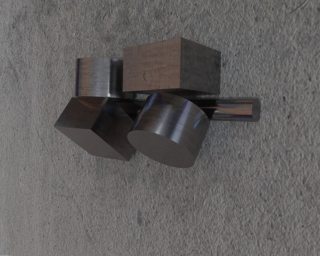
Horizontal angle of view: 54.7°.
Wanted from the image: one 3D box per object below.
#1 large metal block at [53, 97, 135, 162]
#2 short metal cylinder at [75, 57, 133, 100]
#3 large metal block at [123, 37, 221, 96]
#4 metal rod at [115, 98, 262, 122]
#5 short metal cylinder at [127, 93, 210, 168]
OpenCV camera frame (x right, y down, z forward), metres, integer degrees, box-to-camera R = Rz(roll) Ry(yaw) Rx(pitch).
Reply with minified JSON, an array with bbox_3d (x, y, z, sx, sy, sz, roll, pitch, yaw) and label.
[{"bbox_3d":[-0.084,0.001,0.432,0.080,0.080,0.050,4,58,39],"label":"large metal block"},{"bbox_3d":[-0.077,-0.067,0.434,0.080,0.081,0.050,5,93,40],"label":"short metal cylinder"},{"bbox_3d":[0.015,-0.065,0.358,0.080,0.081,0.050,2,92,40],"label":"large metal block"},{"bbox_3d":[-0.014,-0.025,0.420,0.300,0.025,0.025,3,92,39],"label":"metal rod"},{"bbox_3d":[0.010,0.004,0.354,0.080,0.080,0.050,2,57,40],"label":"short metal cylinder"}]
